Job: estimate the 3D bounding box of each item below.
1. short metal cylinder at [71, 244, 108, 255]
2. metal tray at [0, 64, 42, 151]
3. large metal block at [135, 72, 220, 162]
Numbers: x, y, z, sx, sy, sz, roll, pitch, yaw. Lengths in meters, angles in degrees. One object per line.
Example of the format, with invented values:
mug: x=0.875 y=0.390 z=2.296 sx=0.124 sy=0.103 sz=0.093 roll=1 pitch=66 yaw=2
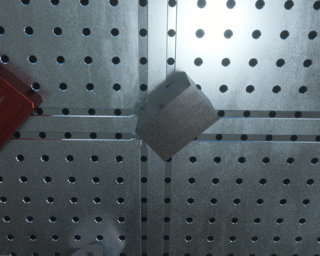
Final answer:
short metal cylinder: x=-0.108 y=0.224 z=0.465 sx=0.080 sy=0.080 sz=0.050 roll=-25 pitch=108 yaw=9
metal tray: x=-0.231 y=-0.018 z=0.401 sx=0.090 sy=0.030 sz=0.130 roll=42 pitch=105 yaw=-14
large metal block: x=0.019 y=-0.017 z=0.378 sx=0.080 sy=0.080 sz=0.050 roll=-40 pitch=106 yaw=13
